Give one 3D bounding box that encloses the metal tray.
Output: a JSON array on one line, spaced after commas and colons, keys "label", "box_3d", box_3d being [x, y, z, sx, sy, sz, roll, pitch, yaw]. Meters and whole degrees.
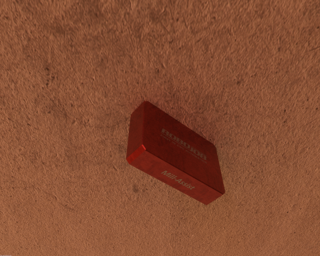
[{"label": "metal tray", "box_3d": [0.021, 0.032, 0.393, 0.130, 0.090, 0.030, 32, 123, -25]}]
